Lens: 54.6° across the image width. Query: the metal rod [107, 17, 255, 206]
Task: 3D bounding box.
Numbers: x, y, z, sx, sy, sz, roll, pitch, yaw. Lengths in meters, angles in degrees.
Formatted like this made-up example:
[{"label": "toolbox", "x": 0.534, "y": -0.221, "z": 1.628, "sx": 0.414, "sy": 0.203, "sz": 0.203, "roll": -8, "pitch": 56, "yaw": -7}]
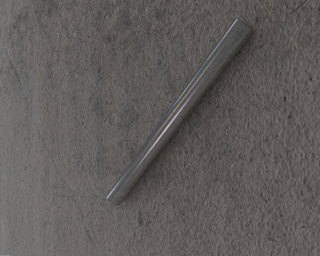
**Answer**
[{"label": "metal rod", "x": 0.012, "y": -0.003, "z": 0.396, "sx": 0.025, "sy": 0.025, "sz": 0.299, "roll": 51, "pitch": 120, "yaw": 28}]
